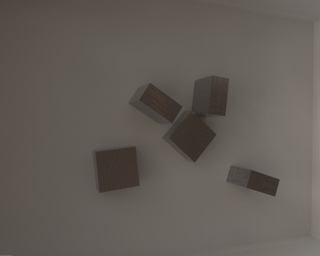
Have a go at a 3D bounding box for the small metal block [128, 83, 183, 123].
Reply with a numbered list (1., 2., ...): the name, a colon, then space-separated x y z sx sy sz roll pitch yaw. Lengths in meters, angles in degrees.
1. small metal block: -0.007 -0.030 0.396 0.050 0.050 0.025 35 79 -17

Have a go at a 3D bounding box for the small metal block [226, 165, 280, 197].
1. small metal block: 0.134 0.076 0.448 0.050 0.050 0.025 20 84 -19

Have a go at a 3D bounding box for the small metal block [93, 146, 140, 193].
1. small metal block: -0.056 0.050 0.391 0.050 0.025 0.050 -6 92 -20

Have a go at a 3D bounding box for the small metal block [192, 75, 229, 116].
1. small metal block: 0.068 -0.042 0.424 0.025 0.050 0.050 7 88 -20

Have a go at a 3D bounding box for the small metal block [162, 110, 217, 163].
1. small metal block: 0.041 0.011 0.427 0.050 0.025 0.050 43 76 -15
